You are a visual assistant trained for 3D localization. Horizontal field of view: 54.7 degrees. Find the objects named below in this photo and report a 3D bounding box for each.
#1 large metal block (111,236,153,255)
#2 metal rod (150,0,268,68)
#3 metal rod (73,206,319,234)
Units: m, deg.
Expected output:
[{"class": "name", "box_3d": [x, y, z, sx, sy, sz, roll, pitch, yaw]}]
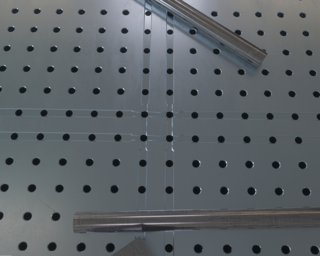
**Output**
[{"class": "large metal block", "box_3d": [-0.033, 0.175, 0.334, 0.080, 0.050, 0.080, -32, 73, -11]}, {"class": "metal rod", "box_3d": [0.030, -0.185, 0.479, 0.300, 0.025, 0.025, 36, 74, 12]}, {"class": "metal rod", "box_3d": [0.050, 0.110, 0.371, 0.302, 0.025, 0.025, -1, 70, -1]}]
